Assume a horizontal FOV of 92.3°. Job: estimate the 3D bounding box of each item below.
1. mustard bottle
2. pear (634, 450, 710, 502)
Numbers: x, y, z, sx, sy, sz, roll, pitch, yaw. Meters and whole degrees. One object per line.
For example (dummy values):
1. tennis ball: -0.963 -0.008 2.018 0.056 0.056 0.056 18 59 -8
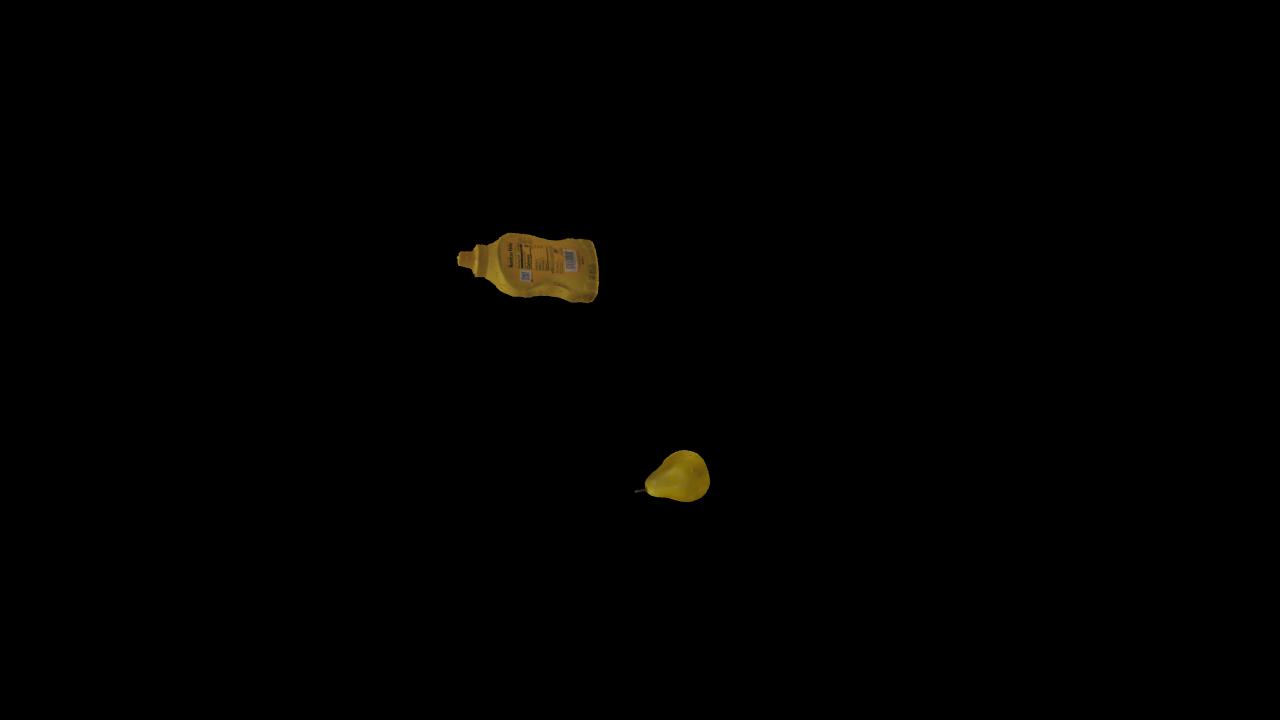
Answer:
1. mustard bottle: -0.149 -0.127 0.821 0.184 0.092 0.054 2 -16 -23
2. pear: 0.045 0.178 0.900 0.111 0.080 0.080 -16 2 -5
